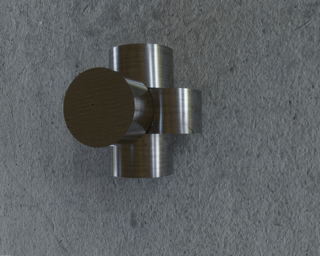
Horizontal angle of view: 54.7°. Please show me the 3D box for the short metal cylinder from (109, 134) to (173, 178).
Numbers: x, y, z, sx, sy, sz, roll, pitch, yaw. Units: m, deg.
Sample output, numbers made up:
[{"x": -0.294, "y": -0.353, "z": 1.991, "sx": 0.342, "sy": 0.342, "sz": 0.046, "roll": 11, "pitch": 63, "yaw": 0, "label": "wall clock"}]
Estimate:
[{"x": -0.023, "y": 0.031, "z": 0.388, "sx": 0.080, "sy": 0.080, "sz": 0.050, "roll": 0, "pitch": 90, "yaw": 19, "label": "short metal cylinder"}]

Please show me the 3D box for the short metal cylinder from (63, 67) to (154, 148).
[{"x": -0.053, "y": -0.020, "z": 0.329, "sx": 0.080, "sy": 0.050, "sz": 0.079, "roll": 0, "pitch": 90, "yaw": 19, "label": "short metal cylinder"}]

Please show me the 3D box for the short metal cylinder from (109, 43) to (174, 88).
[{"x": -0.023, "y": -0.070, "z": 0.388, "sx": 0.080, "sy": 0.080, "sz": 0.050, "roll": -2, "pitch": 90, "yaw": 19, "label": "short metal cylinder"}]

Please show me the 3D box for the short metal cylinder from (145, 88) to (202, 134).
[{"x": 0.011, "y": -0.019, "z": 0.376, "sx": 0.080, "sy": 0.080, "sz": 0.050, "roll": 0, "pitch": 90, "yaw": 19, "label": "short metal cylinder"}]

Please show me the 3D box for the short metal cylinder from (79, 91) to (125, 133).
[{"x": -0.066, "y": -0.018, "z": 0.403, "sx": 0.080, "sy": 0.080, "sz": 0.050, "roll": -1, "pitch": 90, "yaw": 19, "label": "short metal cylinder"}]
